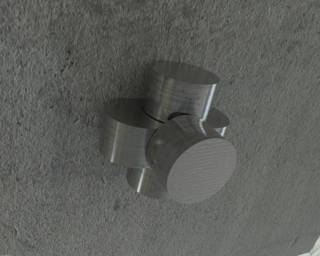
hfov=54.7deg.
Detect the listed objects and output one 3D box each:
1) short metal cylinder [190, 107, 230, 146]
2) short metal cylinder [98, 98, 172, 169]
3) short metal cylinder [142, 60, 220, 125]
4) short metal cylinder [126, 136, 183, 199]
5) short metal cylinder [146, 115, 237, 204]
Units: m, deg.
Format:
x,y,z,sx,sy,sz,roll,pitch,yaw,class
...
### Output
x,y,z,sx,sy,sz,roll,pitch,yaw,class
0.043,0.003,0.400,0.081,0.080,0.050,-1,119,-29,short metal cylinder
-0.028,0.004,0.361,0.081,0.080,0.050,-1,119,-28,short metal cylinder
0.024,-0.042,0.361,0.081,0.080,0.050,-2,119,-28,short metal cylinder
0.000,0.047,0.403,0.081,0.080,0.050,0,119,-29,short metal cylinder
0.032,0.033,0.327,0.081,0.050,0.079,-14,125,-21,short metal cylinder
